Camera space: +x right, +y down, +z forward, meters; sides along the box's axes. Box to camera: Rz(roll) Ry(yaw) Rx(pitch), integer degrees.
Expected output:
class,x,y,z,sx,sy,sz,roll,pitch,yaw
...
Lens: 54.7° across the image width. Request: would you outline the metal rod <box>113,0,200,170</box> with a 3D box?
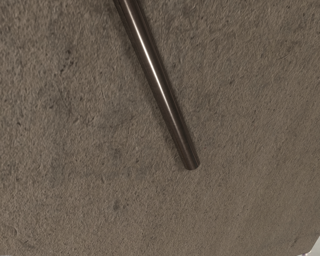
class,x,y,z,sx,sy,sz,roll,pitch,yaw
metal rod,0.000,-0.052,0.375,0.025,0.025,0.299,-31,129,-9
